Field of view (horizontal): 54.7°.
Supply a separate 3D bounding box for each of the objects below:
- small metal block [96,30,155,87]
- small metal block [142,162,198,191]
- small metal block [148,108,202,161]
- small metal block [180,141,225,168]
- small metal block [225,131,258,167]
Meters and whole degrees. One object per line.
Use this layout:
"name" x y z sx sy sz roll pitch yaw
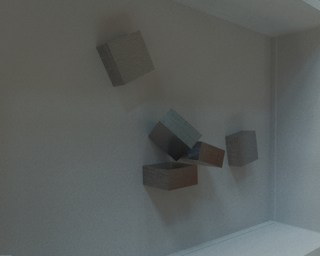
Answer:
"small metal block" -0.040 -0.083 0.372 0.050 0.025 0.050 -35 112 -35
"small metal block" 0.013 0.061 0.401 0.050 0.050 0.025 -3 92 -40
"small metal block" 0.018 0.010 0.393 0.050 0.050 0.025 42 60 3
"small metal block" 0.054 0.036 0.436 0.050 0.050 0.025 21 77 -38
"small metal block" 0.139 0.034 0.523 0.050 0.025 0.050 -14 99 -39
